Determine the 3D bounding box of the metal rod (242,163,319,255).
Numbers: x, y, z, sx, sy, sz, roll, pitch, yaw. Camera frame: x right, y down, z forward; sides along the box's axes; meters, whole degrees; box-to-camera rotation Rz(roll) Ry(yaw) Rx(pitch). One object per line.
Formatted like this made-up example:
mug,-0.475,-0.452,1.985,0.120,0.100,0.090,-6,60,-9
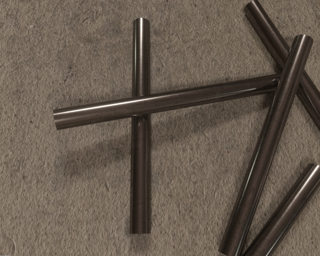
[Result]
metal rod,0.100,0.159,0.351,0.025,0.025,0.301,40,74,13

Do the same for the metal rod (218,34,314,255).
metal rod,0.138,0.013,0.389,0.025,0.025,0.299,22,77,7

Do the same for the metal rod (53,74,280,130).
metal rod,0.021,-0.037,0.400,0.302,0.025,0.025,-11,70,-13

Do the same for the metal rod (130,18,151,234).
metal rod,-0.025,-0.017,0.413,0.025,0.025,0.299,-1,70,-1

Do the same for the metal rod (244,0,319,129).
metal rod,0.200,-0.059,0.432,0.025,0.025,0.299,-22,72,-8
